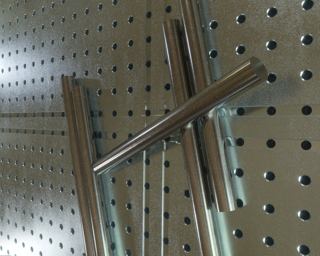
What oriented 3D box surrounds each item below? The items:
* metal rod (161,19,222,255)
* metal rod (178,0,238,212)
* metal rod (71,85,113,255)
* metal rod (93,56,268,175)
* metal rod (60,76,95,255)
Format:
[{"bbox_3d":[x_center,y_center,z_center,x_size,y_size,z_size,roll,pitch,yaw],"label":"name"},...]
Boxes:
[{"bbox_3d":[0.037,0.013,0.376,0.025,0.025,0.298,-15,81,39],"label":"metal rod"},{"bbox_3d":[0.051,-0.055,0.365,0.025,0.025,0.298,-15,80,39],"label":"metal rod"},{"bbox_3d":[-0.108,0.077,0.495,0.025,0.025,0.298,-18,79,38],"label":"metal rod"},{"bbox_3d":[-0.002,0.004,0.381,0.299,0.025,0.025,-32,70,44],"label":"metal rod"},{"bbox_3d":[-0.133,0.058,0.515,0.025,0.025,0.298,-18,79,38],"label":"metal rod"}]
